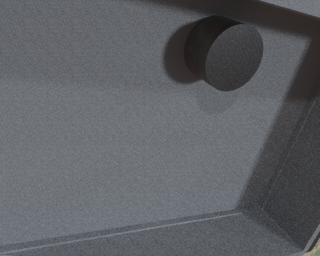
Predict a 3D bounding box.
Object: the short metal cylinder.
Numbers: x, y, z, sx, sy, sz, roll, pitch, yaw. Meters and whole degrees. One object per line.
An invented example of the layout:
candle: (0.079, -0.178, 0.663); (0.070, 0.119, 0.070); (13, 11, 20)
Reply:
short metal cylinder: (0.077, -0.091, 0.378); (0.081, 0.050, 0.079); (-14, 124, -21)
